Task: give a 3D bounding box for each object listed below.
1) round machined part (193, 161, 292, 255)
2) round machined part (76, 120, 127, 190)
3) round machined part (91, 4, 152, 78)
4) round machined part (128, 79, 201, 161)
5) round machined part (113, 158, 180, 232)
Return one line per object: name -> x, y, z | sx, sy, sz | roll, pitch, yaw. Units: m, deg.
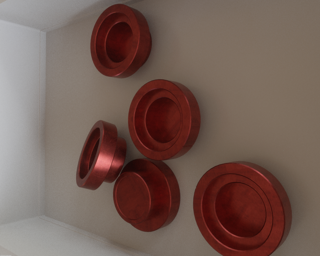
round machined part -> 0.087, 0.083, 0.323 | 0.098, 0.042, 0.097 | 0, 90, 39
round machined part -> -0.081, 0.041, 0.442 | 0.098, 0.042, 0.098 | -44, 35, 43
round machined part -> -0.050, -0.118, 0.435 | 0.098, 0.042, 0.097 | 0, 90, 39
round machined part -> 0.010, -0.010, 0.386 | 0.098, 0.042, 0.097 | 0, 90, 39
round machined part -> -0.025, 0.090, 0.414 | 0.098, 0.042, 0.097 | 0, 90, 39
